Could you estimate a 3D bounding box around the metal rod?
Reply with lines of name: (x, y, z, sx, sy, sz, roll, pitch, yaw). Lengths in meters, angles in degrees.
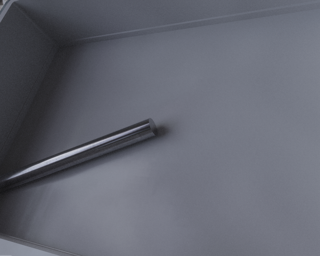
metal rod: (-0.144, 0.048, 0.453, 0.300, 0.025, 0.025, -20, 54, 16)
